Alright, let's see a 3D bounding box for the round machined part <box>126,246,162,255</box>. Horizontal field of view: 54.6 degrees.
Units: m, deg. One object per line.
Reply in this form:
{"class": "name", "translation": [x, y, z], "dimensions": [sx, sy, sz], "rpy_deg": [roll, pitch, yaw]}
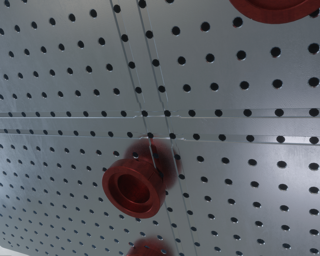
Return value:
{"class": "round machined part", "translation": [-0.028, 0.275, 0.586], "dimensions": [0.098, 0.042, 0.097], "rpy_deg": [13, 124, 21]}

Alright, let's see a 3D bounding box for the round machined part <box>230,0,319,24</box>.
{"class": "round machined part", "translation": [0.103, -0.141, 0.259], "dimensions": [0.098, 0.042, 0.097], "rpy_deg": [13, 124, 21]}

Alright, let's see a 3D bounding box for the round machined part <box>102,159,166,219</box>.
{"class": "round machined part", "translation": [-0.036, 0.087, 0.473], "dimensions": [0.098, 0.042, 0.097], "rpy_deg": [13, 124, 21]}
